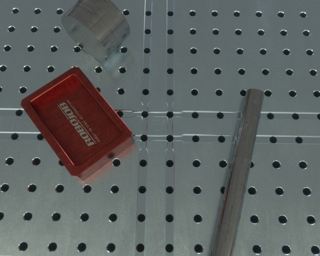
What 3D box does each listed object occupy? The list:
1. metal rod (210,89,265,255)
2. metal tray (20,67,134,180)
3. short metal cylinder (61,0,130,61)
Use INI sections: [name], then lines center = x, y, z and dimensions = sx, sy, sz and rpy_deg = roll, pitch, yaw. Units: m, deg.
[metal rod]
center = 0.090, 0.087, 0.380
dimensions = 0.025, 0.025, 0.299
rpy_deg = 15, 71, 5
[metal tray]
center = -0.109, -0.008, 0.411
dimensions = 0.090, 0.030, 0.130
rpy_deg = -37, 74, -13
[short metal cylinder]
center = -0.089, -0.141, 0.433
dimensions = 0.080, 0.080, 0.050
rpy_deg = 35, 74, 11
